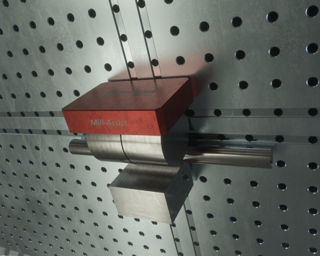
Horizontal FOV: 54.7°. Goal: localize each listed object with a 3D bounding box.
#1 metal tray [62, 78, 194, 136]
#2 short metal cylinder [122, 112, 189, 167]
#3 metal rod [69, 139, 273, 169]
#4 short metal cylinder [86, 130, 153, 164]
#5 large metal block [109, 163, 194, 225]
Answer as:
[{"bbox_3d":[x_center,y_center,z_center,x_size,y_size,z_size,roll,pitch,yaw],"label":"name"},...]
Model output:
[{"bbox_3d":[-0.037,-0.027,0.367,0.130,0.090,0.030,1,119,27],"label":"metal tray"},{"bbox_3d":[-0.003,0.006,0.377,0.050,0.080,0.079,2,119,27],"label":"short metal cylinder"},{"bbox_3d":[-0.004,0.033,0.428,0.300,0.025,0.025,1,119,27],"label":"metal rod"},{"bbox_3d":[-0.049,0.005,0.401,0.050,0.080,0.080,1,119,28],"label":"short metal cylinder"},{"bbox_3d":[-0.009,0.079,0.423,0.080,0.080,0.050,1,119,28],"label":"large metal block"}]
